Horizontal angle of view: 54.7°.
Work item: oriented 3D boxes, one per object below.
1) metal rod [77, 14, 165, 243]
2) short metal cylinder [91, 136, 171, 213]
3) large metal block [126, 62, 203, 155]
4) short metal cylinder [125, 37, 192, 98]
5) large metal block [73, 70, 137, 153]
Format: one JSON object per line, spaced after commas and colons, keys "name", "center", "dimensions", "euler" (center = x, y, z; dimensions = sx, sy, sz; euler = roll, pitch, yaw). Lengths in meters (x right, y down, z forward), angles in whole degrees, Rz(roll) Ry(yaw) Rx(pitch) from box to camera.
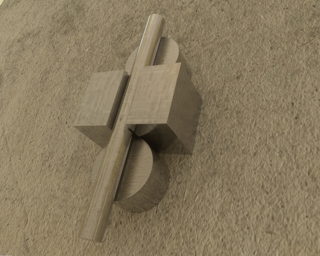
{"name": "metal rod", "center": [-0.037, -0.020, 0.372], "dimensions": [0.025, 0.025, 0.300], "euler": [0, 61, 28]}
{"name": "short metal cylinder", "center": [-0.034, 0.056, 0.373], "dimensions": [0.080, 0.050, 0.080], "euler": [-13, 56, 20]}
{"name": "large metal block", "center": [0.010, -0.021, 0.377], "dimensions": [0.050, 0.080, 0.080], "euler": [-1, 61, 28]}
{"name": "short metal cylinder", "center": [-0.001, -0.082, 0.440], "dimensions": [0.080, 0.050, 0.080], "euler": [-13, 56, 20]}
{"name": "large metal block", "center": [-0.058, -0.019, 0.412], "dimensions": [0.050, 0.080, 0.080], "euler": [-1, 61, 28]}
